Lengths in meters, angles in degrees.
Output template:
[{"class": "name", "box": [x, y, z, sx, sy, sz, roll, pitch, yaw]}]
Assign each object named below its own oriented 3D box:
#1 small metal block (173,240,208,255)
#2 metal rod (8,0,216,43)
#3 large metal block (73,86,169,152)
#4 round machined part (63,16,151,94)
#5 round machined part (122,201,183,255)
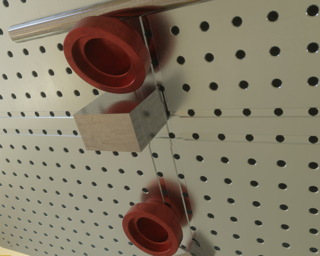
[{"class": "small metal block", "box": [0.051, 0.221, 0.522, 0.050, 0.025, 0.050, 49, 129, -7]}, {"class": "metal rod", "box": [-0.069, -0.134, 0.364, 0.300, 0.025, 0.025, -1, 118, 28]}, {"class": "large metal block", "box": [-0.046, -0.013, 0.392, 0.080, 0.080, 0.050, 0, 118, 28]}, {"class": "round machined part", "box": [-0.057, -0.088, 0.361, 0.098, 0.042, 0.098, 14, 146, 10]}, {"class": "round machined part", "box": [-0.008, 0.158, 0.502, 0.098, 0.042, 0.097, 13, 124, 21]}]
